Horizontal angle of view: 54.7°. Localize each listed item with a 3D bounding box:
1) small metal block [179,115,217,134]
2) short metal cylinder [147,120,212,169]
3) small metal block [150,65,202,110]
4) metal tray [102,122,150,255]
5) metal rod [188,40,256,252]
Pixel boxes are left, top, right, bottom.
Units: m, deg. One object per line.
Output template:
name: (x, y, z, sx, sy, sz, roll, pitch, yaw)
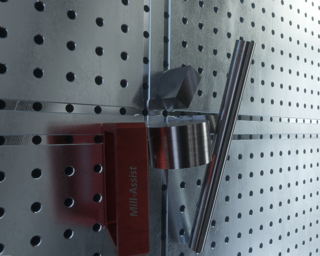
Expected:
small metal block: (0.064, -0.005, 0.449, 0.050, 0.050, 0.025, 0, 90, -40)
short metal cylinder: (0.024, 0.019, 0.396, 0.081, 0.080, 0.050, -10, 97, -40)
small metal block: (0.021, -0.053, 0.413, 0.025, 0.050, 0.050, 38, 67, -34)
metal tray: (-0.039, 0.059, 0.332, 0.030, 0.090, 0.129, -2, 91, -18)
metal rod: (0.081, 0.034, 0.423, 0.025, 0.025, 0.298, -1, 108, -40)
